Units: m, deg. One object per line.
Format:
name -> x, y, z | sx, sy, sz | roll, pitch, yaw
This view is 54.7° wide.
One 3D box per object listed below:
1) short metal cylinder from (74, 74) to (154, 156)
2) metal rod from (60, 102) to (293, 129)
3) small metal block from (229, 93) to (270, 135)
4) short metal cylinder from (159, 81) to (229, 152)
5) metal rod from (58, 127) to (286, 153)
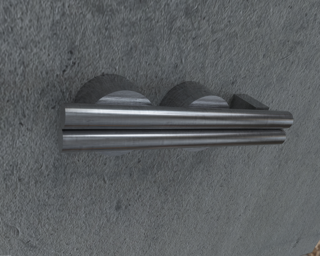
short metal cylinder -> -0.052, -0.015, 0.353 | 0.081, 0.050, 0.079 | -14, 124, -21
metal rod -> 0.043, -0.011, 0.359 | 0.303, 0.025, 0.025 | 0, 119, -29
small metal block -> 0.124, -0.018, 0.451 | 0.025, 0.050, 0.050 | -2, 119, -28
short metal cylinder -> 0.044, -0.016, 0.407 | 0.081, 0.050, 0.079 | -14, 124, -21
metal rod -> 0.037, 0.011, 0.370 | 0.303, 0.025, 0.025 | 0, 119, -29
